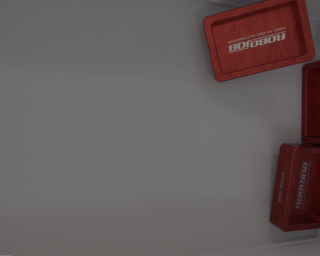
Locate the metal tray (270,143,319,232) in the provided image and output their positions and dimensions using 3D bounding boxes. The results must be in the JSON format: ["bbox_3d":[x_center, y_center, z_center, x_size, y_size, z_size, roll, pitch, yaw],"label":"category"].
[{"bbox_3d":[0.224,0.090,0.480,0.091,0.030,0.129,2,98,-20],"label":"metal tray"}]

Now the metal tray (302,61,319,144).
[{"bbox_3d":[0.262,-0.039,0.472,0.030,0.090,0.129,1,90,-20],"label":"metal tray"}]

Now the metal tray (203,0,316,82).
[{"bbox_3d":[0.132,-0.120,0.422,0.130,0.030,0.089,-12,95,11],"label":"metal tray"}]
